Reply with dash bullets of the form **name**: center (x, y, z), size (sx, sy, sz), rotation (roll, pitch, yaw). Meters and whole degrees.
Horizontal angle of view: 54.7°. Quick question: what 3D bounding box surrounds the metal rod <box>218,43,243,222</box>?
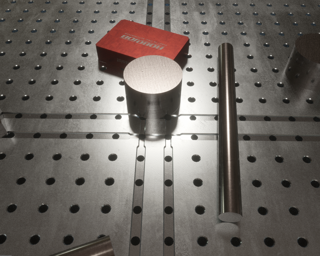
- **metal rod**: center (0.093, -0.019, 0.424), size (0.025, 0.025, 0.300), rotation (6, 50, 4)

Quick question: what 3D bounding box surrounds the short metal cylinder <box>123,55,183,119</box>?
- **short metal cylinder**: center (-0.010, -0.059, 0.441), size (0.081, 0.050, 0.080), rotation (0, 50, 0)

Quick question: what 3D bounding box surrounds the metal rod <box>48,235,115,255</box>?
- **metal rod**: center (-0.189, 0.157, 0.272), size (0.302, 0.025, 0.025), rotation (-15, 52, -13)

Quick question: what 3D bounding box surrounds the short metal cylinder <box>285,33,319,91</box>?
- **short metal cylinder**: center (0.243, -0.103, 0.481), size (0.081, 0.050, 0.080), rotation (0, 50, 0)

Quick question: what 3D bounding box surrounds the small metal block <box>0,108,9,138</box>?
- **small metal block**: center (-0.236, -0.006, 0.410), size (0.050, 0.025, 0.050), rotation (-23, 54, -18)

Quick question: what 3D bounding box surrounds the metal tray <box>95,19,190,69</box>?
- **metal tray**: center (-0.028, -0.132, 0.515), size (0.130, 0.030, 0.090), rotation (20, 53, 16)
